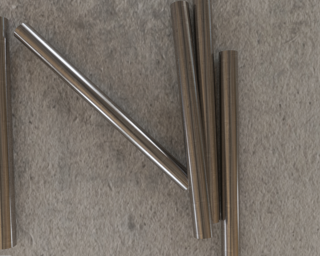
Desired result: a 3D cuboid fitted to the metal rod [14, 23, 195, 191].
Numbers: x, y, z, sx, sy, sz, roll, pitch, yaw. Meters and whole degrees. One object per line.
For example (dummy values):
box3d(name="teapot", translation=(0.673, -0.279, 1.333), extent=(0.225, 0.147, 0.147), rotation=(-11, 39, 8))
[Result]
box3d(name="metal rod", translation=(-0.071, -0.027, 0.409), extent=(0.300, 0.025, 0.025), rotation=(42, 90, -1))

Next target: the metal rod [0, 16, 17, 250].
box3d(name="metal rod", translation=(-0.208, 0.006, 0.407), extent=(0.025, 0.025, 0.298), rotation=(-2, 90, -1))

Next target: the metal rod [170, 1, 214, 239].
box3d(name="metal rod", translation=(0.040, -0.015, 0.396), extent=(0.025, 0.025, 0.298), rotation=(-5, 84, -1))

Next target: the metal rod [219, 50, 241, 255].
box3d(name="metal rod", translation=(0.093, 0.049, 0.411), extent=(0.025, 0.025, 0.298), rotation=(-1, 90, -1))

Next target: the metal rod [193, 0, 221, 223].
box3d(name="metal rod", translation=(0.061, -0.026, 0.410), extent=(0.025, 0.025, 0.298), rotation=(-2, 90, -1))
